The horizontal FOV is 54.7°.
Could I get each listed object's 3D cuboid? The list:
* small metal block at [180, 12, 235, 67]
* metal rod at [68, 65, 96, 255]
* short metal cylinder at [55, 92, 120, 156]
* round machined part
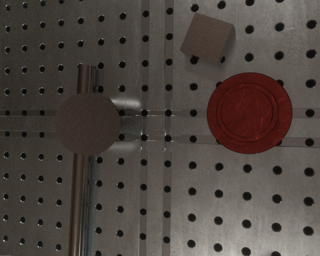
[{"bbox_3d":[0.060,-0.111,0.391,0.050,0.025,0.050,25,98,18],"label":"small metal block"},{"bbox_3d":[-0.114,0.059,0.451,0.025,0.025,0.298,4,91,19],"label":"metal rod"},{"bbox_3d":[-0.095,-0.006,0.414,0.081,0.050,0.079,0,92,-11],"label":"short metal cylinder"},{"bbox_3d":[0.104,-0.017,0.367,0.098,0.042,0.097,0,90,19],"label":"round machined part"}]
